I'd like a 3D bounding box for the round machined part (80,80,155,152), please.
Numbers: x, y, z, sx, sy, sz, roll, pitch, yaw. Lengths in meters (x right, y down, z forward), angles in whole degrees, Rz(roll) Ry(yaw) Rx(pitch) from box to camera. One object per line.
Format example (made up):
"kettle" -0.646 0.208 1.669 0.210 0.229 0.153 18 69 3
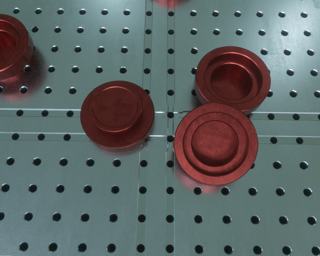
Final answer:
"round machined part" -0.057 -0.020 0.410 0.099 0.042 0.098 0 70 0

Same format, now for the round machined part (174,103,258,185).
"round machined part" 0.068 0.018 0.385 0.098 0.042 0.097 0 91 6

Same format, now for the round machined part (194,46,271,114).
"round machined part" 0.096 -0.059 0.425 0.099 0.042 0.098 0 70 0

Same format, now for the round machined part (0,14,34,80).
"round machined part" -0.230 -0.109 0.442 0.099 0.042 0.098 0 70 0
